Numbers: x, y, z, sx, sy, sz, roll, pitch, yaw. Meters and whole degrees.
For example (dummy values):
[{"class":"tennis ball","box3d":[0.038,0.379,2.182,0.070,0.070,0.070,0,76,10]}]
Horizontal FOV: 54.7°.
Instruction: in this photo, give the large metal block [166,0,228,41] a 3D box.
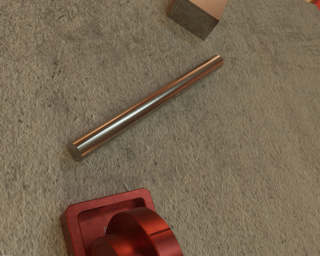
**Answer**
[{"class":"large metal block","box3d":[0.069,-0.218,0.560,0.080,0.050,0.080,30,52,-9]}]

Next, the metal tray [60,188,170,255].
[{"class":"metal tray","box3d":[-0.036,0.132,0.301,0.091,0.030,0.130,-7,65,-32]}]

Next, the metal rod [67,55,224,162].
[{"class":"metal rod","box3d":[0.002,-0.043,0.432,0.025,0.025,0.302,49,51,6]}]

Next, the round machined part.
[{"class":"round machined part","box3d":[-0.024,0.118,0.254,0.042,0.098,0.098,-5,64,-37]}]
